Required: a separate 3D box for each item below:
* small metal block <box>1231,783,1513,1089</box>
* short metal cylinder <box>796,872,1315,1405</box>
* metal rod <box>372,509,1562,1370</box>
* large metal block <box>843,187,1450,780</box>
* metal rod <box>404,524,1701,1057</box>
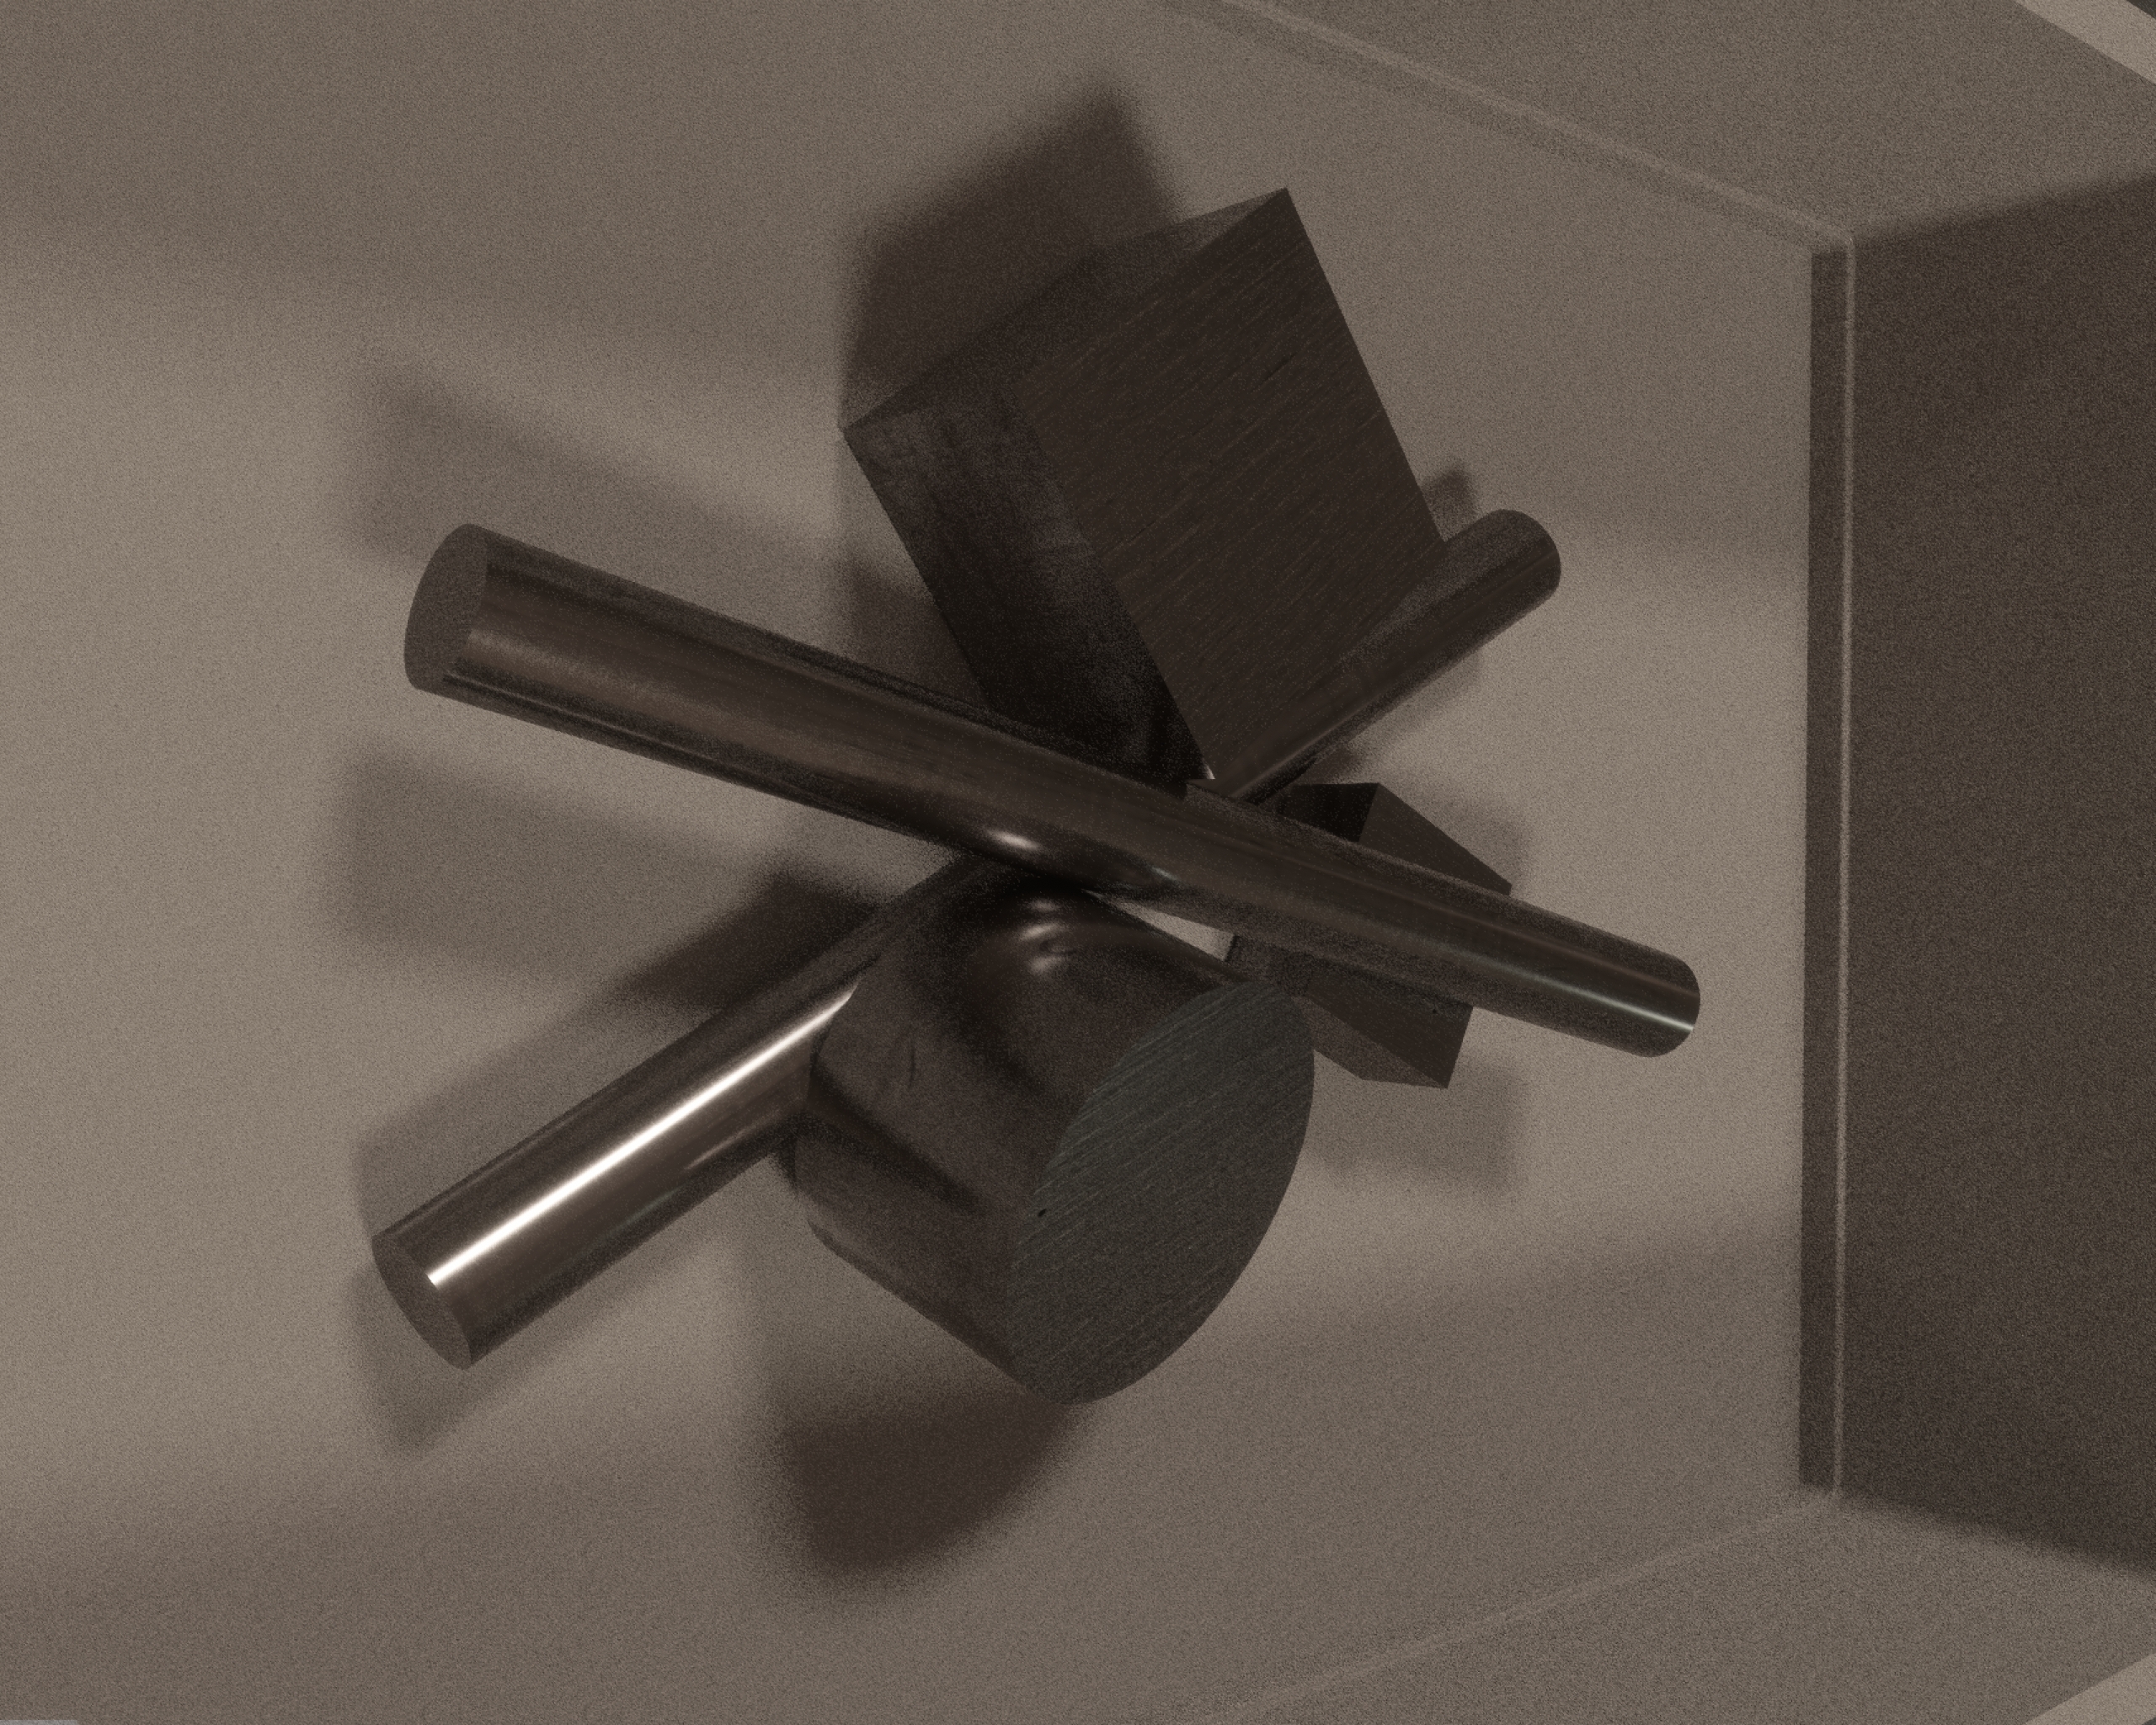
[{"bbox_3d":[0.064,0.016,0.459,0.050,0.025,0.050,33,69,-35],"label":"small metal block"},{"bbox_3d":[-0.003,0.048,0.370,0.081,0.050,0.079,-31,134,-38],"label":"short metal cylinder"},{"bbox_3d":[0.001,-0.002,0.407,0.302,0.025,0.025,-34,112,-35],"label":"metal rod"},{"bbox_3d":[0.016,-0.071,0.403,0.080,0.050,0.080,-43,117,-31],"label":"large metal block"},{"bbox_3d":[0.022,-0.002,0.392,0.302,0.025,0.025,17,79,-39],"label":"metal rod"}]
